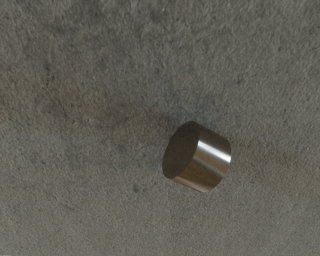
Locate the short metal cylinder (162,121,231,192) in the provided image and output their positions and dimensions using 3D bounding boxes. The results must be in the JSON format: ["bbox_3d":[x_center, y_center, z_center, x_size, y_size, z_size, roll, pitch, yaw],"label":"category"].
[{"bbox_3d":[0.046,0.037,0.404,0.050,0.080,0.080,27,125,-21],"label":"short metal cylinder"}]
